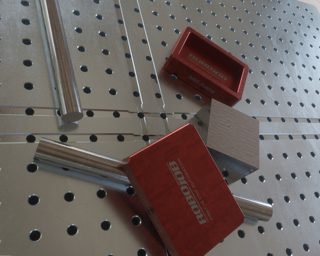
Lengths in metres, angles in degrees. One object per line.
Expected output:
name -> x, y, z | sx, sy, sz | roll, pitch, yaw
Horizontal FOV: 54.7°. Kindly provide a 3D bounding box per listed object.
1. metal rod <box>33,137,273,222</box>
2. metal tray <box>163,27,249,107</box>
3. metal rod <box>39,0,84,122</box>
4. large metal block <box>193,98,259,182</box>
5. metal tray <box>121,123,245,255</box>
metal rod -> 0.007, 0.067, 0.372 | 0.302, 0.025, 0.025 | 19, 54, -18
metal tray -> 0.080, -0.100, 0.511 | 0.130, 0.030, 0.090 | 31, 52, -9
metal rod -> -0.145, -0.144, 0.418 | 0.025, 0.025, 0.299 | -4, 64, -30
large metal block -> 0.089, 0.017, 0.432 | 0.080, 0.050, 0.080 | 23, 53, -15
metal tray -> 0.027, 0.071, 0.348 | 0.091, 0.030, 0.130 | -29, 90, -25
